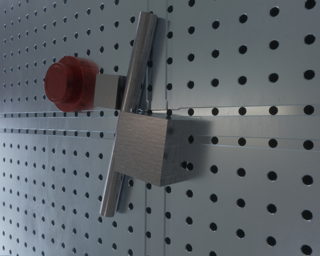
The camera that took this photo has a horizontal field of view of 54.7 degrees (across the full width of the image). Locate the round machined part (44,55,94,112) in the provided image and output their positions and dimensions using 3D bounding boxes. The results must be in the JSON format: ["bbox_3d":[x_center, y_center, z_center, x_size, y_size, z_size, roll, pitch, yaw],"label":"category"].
[{"bbox_3d":[-0.162,-0.076,0.532,0.098,0.042,0.097,0,90,40],"label":"round machined part"}]

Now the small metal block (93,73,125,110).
[{"bbox_3d":[-0.073,-0.055,0.470,0.050,0.025,0.050,12,97,39],"label":"small metal block"}]

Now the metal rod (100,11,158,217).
[{"bbox_3d":[-0.048,-0.012,0.448,0.025,0.025,0.298,21,103,38],"label":"metal rod"}]

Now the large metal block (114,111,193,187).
[{"bbox_3d":[-0.010,0.023,0.402,0.080,0.050,0.079,11,97,39],"label":"large metal block"}]
